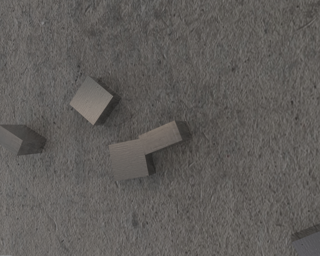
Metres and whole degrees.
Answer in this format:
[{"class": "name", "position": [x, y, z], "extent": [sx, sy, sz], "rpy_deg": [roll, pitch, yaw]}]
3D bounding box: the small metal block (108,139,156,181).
[{"class": "small metal block", "position": [-0.038, 0.043, 0.422], "extent": [0.050, 0.025, 0.050], "rpy_deg": [-12, 86, 19]}]

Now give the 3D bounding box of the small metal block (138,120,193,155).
[{"class": "small metal block", "position": [0.008, 0.012, 0.393], "extent": [0.050, 0.050, 0.025], "rpy_deg": [-23, 83, 18]}]

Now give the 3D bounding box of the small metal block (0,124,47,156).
[{"class": "small metal block", "position": [-0.212, 0.017, 0.470], "extent": [0.050, 0.050, 0.025], "rpy_deg": [29, 100, 17]}]

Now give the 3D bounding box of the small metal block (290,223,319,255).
[{"class": "small metal block", "position": [0.183, 0.137, 0.344], "extent": [0.050, 0.025, 0.050], "rpy_deg": [-30, 80, 17]}]

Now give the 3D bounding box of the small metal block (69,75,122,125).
[{"class": "small metal block", "position": [-0.092, -0.039, 0.441], "extent": [0.050, 0.025, 0.050], "rpy_deg": [40, 102, 15]}]
